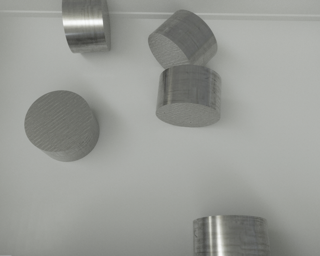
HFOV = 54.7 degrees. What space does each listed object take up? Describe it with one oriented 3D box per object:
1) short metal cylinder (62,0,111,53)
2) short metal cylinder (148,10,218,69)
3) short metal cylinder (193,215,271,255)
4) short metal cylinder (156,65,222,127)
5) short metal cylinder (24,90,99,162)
[{"bbox_3d":[-0.100,-0.147,0.433,0.050,0.080,0.080,-4,70,-1],"label":"short metal cylinder"},{"bbox_3d":[0.030,-0.111,0.421,0.080,0.080,0.050,40,75,13],"label":"short metal cylinder"},{"bbox_3d":[0.076,0.126,0.332,0.080,0.080,0.050,1,64,0],"label":"short metal cylinder"},{"bbox_3d":[0.037,-0.038,0.394,0.080,0.080,0.050,5,70,2],"label":"short metal cylinder"},{"bbox_3d":[-0.122,-0.001,0.396,0.081,0.050,0.080,0,70,0],"label":"short metal cylinder"}]
